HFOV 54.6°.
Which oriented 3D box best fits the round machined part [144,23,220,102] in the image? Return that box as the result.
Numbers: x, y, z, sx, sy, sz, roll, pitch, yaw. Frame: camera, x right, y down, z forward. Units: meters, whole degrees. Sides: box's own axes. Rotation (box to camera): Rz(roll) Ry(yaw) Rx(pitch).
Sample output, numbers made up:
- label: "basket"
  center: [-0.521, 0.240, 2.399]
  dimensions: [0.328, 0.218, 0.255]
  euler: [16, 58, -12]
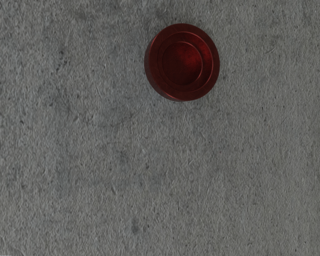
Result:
- label: "round machined part"
  center: [0.026, -0.083, 0.409]
  dimensions: [0.099, 0.042, 0.097]
  euler: [0, 90, -20]
